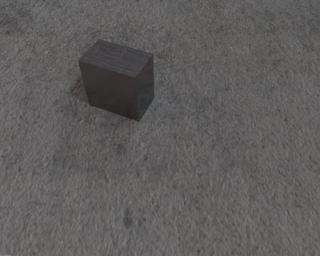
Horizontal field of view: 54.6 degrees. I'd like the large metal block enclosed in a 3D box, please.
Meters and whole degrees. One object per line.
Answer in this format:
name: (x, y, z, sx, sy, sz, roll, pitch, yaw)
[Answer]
large metal block: (-0.055, -0.064, 0.421, 0.080, 0.080, 0.050, 19, 53, 15)
